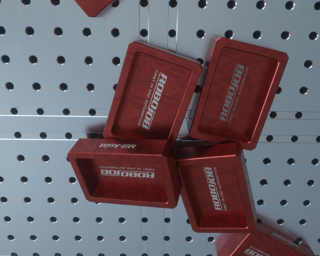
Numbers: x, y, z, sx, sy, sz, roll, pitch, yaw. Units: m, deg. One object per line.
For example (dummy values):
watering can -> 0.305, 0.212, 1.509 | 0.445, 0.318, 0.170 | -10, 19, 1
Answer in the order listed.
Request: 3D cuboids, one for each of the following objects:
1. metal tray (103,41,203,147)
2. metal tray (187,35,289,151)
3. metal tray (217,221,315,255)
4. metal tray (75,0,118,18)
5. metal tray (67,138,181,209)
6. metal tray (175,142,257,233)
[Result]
metal tray -> -0.010, -0.034, 0.391 | 0.090, 0.030, 0.129 | 20, 109, 1
metal tray -> 0.095, -0.042, 0.395 | 0.090, 0.030, 0.129 | 12, 110, -5
metal tray -> 0.169, 0.208, 0.488 | 0.130, 0.030, 0.090 | 29, 107, -10
metal tray -> -0.084, -0.200, 0.336 | 0.090, 0.030, 0.130 | -38, 106, 12
metal tray -> -0.044, 0.059, 0.402 | 0.130, 0.030, 0.090 | 0, 125, 17
metal tray -> 0.075, 0.085, 0.421 | 0.090, 0.030, 0.129 | -8, 117, 22
